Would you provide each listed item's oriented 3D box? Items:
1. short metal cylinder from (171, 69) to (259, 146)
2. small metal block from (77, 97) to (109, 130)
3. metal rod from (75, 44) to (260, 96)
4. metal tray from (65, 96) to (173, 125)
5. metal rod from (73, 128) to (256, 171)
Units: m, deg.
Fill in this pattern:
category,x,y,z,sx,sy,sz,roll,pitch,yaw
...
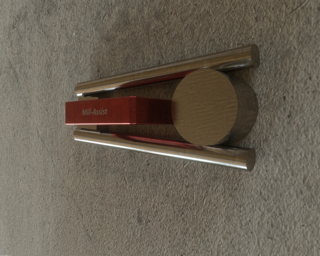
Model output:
category,x,y,z,sx,sy,sz,roll,pitch,yaw
short metal cylinder,0.060,-0.022,0.340,0.080,0.050,0.079,0,90,40
small metal block,-0.106,-0.024,0.495,0.050,0.025,0.050,6,94,40
metal rod,-0.015,-0.069,0.419,0.300,0.025,0.025,-3,88,40
metal tray,-0.049,-0.019,0.403,0.130,0.091,0.030,0,90,40
metal rod,-0.019,0.022,0.422,0.300,0.025,0.025,6,94,39
